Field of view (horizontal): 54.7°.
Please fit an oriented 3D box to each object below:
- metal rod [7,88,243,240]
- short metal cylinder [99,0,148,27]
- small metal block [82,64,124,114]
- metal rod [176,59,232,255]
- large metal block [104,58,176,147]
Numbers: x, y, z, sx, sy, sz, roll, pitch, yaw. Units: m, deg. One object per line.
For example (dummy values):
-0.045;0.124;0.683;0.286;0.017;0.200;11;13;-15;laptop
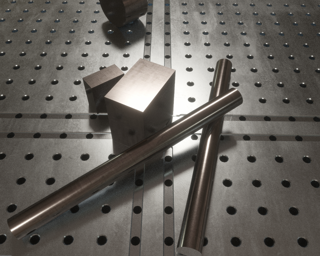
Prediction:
-0.025;0.031;0.361;0.302;0.025;0.025;-30;56;-17;metal rod
-0.068;-0.233;0.567;0.050;0.080;0.080;-36;59;-26;short metal cylinder
-0.076;-0.055;0.436;0.050;0.050;0.025;-30;57;-23;small metal block
0.065;0.011;0.399;0.025;0.025;0.300;11;51;9;metal rod
-0.022;-0.028;0.395;0.050;0.080;0.080;22;53;17;large metal block
